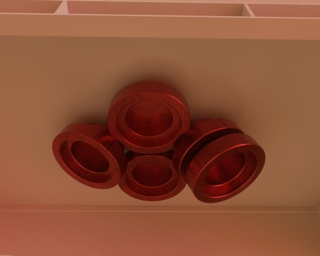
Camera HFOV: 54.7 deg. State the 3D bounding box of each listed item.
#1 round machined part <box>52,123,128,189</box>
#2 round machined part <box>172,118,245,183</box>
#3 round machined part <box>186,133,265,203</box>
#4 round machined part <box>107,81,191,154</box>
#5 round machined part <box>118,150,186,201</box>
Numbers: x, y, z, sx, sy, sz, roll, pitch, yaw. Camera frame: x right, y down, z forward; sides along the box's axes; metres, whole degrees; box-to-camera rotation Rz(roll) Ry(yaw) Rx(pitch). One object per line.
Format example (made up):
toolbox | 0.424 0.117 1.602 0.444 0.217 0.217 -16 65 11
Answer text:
round machined part | -0.087 0.032 0.408 0.098 0.042 0.097 13 132 16
round machined part | 0.061 0.026 0.405 0.099 0.042 0.097 -15 132 -17
round machined part | 0.076 0.044 0.383 0.099 0.042 0.097 -15 132 -17
round machined part | -0.013 -0.017 0.380 0.099 0.042 0.097 0 130 0
round machined part | -0.011 0.059 0.445 0.099 0.042 0.097 0 130 0
